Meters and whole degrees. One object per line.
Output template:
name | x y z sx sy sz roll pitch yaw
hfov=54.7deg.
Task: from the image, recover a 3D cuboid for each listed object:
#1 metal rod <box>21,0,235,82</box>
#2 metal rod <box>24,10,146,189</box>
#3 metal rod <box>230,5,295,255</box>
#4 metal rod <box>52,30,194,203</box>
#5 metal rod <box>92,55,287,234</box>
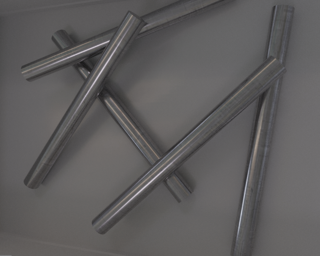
metal rod | -0.049 -0.124 0.410 0.301 0.025 0.025 -18 84 12
metal rod | -0.113 -0.025 0.428 0.025 0.025 0.299 44 112 14
metal rod | 0.120 0.009 0.367 0.025 0.025 0.298 10 93 19
metal rod | -0.058 -0.024 0.431 0.025 0.025 0.300 -43 77 15
metal rod | 0.024 0.030 0.374 0.299 0.025 0.025 -44 77 14
